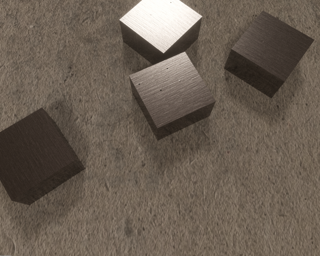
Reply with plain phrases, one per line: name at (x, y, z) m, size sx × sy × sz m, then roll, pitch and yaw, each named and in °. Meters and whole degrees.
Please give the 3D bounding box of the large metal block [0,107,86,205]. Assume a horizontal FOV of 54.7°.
large metal block at (-0.153, 0.035, 0.380) m, size 0.080 × 0.050 × 0.080 m, roll -34°, pitch 74°, yaw -12°

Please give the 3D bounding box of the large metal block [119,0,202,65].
large metal block at (0.001, -0.142, 0.447) m, size 0.080 × 0.050 × 0.080 m, roll 40°, pitch 75°, yaw 13°

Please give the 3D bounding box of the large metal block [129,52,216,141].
large metal block at (0.015, -0.041, 0.410) m, size 0.080 × 0.050 × 0.080 m, roll -25°, pitch 72°, yaw -9°

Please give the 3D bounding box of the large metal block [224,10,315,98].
large metal block at (0.150, -0.103, 0.434) m, size 0.080 × 0.050 × 0.080 m, roll 36°, pitch 74°, yaw 12°
